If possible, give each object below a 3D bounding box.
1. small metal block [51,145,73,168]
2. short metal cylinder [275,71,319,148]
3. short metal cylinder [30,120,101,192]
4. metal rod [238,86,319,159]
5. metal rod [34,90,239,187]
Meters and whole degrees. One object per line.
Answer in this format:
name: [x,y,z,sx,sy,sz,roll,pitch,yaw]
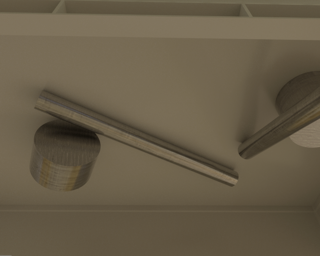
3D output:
small metal block: [-0.131,0.053,0.436,0.050,0.050,0.025,17,128,-15]
short metal cylinder: [0.189,-0.022,0.377,0.081,0.050,0.079,0,130,0]
short metal cylinder: [-0.123,0.034,0.401,0.081,0.080,0.050,16,128,-14]
metal rod: [0.146,-0.018,0.303,0.025,0.025,0.299,7,159,-7]
metal rod: [-0.018,0.022,0.427,0.302,0.025,0.025,24,126,-19]
